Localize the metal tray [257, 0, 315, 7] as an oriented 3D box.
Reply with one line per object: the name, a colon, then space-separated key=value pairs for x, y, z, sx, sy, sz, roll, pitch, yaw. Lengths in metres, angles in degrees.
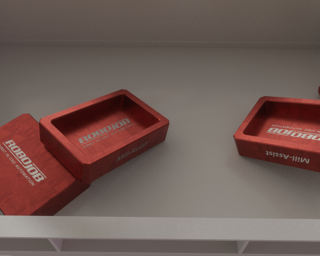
metal tray: x=0.227 y=-0.242 z=0.552 sx=0.090 sy=0.030 sz=0.131 roll=6 pitch=16 yaw=26

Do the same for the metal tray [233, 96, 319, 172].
metal tray: x=0.166 y=0.004 z=0.366 sx=0.130 sy=0.030 sz=0.090 roll=10 pitch=46 yaw=41

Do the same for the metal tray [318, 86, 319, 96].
metal tray: x=0.255 y=-0.034 z=0.390 sx=0.030 sy=0.089 sz=0.130 roll=7 pitch=50 yaw=-6

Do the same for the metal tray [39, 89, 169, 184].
metal tray: x=-0.064 y=0.003 z=0.376 sx=0.090 sy=0.030 sz=0.131 roll=37 pitch=43 yaw=27

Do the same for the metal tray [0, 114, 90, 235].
metal tray: x=-0.157 y=0.047 z=0.361 sx=0.130 sy=0.030 sz=0.090 roll=37 pitch=59 yaw=26
